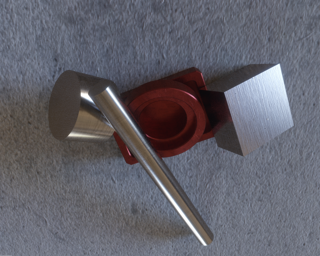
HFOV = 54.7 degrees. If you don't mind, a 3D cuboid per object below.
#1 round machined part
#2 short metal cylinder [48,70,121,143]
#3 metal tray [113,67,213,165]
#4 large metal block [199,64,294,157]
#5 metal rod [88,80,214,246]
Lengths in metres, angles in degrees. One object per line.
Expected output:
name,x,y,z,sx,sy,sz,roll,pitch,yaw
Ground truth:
round machined part,0.003,-0.014,0.371,0.099,0.042,0.097,-3,126,-4
short metal cylinder,-0.090,-0.023,0.365,0.050,0.080,0.079,8,115,-42
metal tray,0.002,-0.015,0.403,0.131,0.030,0.090,-19,109,6
large metal block,0.104,-0.024,0.372,0.081,0.050,0.080,-28,110,-18
metal rod,0.005,0.065,0.388,0.025,0.025,0.299,-26,126,9
